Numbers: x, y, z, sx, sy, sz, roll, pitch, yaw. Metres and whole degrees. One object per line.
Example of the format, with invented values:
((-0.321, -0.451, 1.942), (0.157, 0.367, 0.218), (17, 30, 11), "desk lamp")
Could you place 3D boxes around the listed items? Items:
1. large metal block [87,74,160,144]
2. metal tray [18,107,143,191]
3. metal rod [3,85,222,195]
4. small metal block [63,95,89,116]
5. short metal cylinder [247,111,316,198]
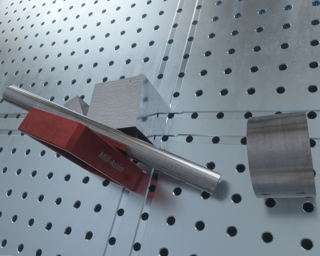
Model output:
((-0.051, -0.021, 0.431), (0.080, 0.050, 0.080), (-7, 59, 24), "large metal block")
((-0.089, 0.028, 0.369), (0.090, 0.130, 0.030), (16, 70, 34), "metal tray")
((-0.071, 0.008, 0.381), (0.301, 0.025, 0.025), (22, 73, 16), "metal rod")
((-0.112, -0.012, 0.456), (0.025, 0.050, 0.050), (-33, 52, 7), "small metal block")
((0.116, 0.026, 0.296), (0.050, 0.080, 0.080), (-7, 59, 24), "short metal cylinder")
